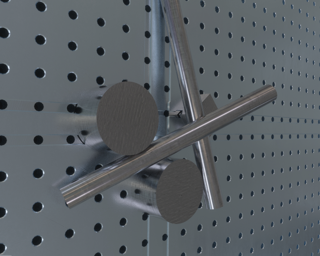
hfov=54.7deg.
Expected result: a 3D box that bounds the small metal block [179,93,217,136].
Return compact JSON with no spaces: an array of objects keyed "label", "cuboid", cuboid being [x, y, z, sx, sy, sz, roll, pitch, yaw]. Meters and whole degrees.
[{"label":"small metal block","cuboid":[0.063,-0.016,0.462,0.050,0.025,0.050,-47,118,-30]}]

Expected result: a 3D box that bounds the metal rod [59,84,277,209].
[{"label":"metal rod","cuboid":[0.027,0.013,0.379,0.302,0.025,0.025,-26,107,-20]}]

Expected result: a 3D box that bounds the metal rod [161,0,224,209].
[{"label":"metal rod","cuboid":[0.042,-0.040,0.418,0.025,0.025,0.298,-12,90,-39]}]

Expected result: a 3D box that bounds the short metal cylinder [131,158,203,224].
[{"label":"short metal cylinder","cuboid":[0.010,0.078,0.402,0.081,0.050,0.079,0,90,-40]}]

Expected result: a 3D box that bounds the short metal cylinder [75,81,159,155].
[{"label":"short metal cylinder","cuboid":[-0.048,-0.010,0.353,0.081,0.050,0.079,0,90,-40]}]
